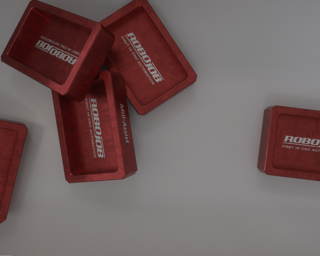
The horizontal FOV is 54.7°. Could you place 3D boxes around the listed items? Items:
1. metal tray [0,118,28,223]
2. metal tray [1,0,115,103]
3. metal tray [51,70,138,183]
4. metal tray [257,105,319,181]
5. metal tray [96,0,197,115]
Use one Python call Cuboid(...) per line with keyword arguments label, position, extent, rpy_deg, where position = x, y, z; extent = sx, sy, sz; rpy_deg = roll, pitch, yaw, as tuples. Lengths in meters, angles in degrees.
Cuboid(label="metal tray", position=(-0.228, 0.049, 0.387), extent=(0.091, 0.030, 0.129), rpy_deg=(13, 90, -28))
Cuboid(label="metal tray", position=(-0.128, -0.097, 0.379), extent=(0.130, 0.030, 0.090), rpy_deg=(28, 90, 27))
Cuboid(label="metal tray", position=(-0.084, 0.000, 0.390), extent=(0.090, 0.030, 0.129), rpy_deg=(-8, 91, 23))
Cuboid(label="metal tray", position=(0.203, 0.023, 0.410), extent=(0.131, 0.030, 0.089), rpy_deg=(7, 90, 0))
Cuboid(label="metal tray", position=(-0.023, -0.092, 0.408), extent=(0.090, 0.030, 0.130), rpy_deg=(-34, 90, 0))
